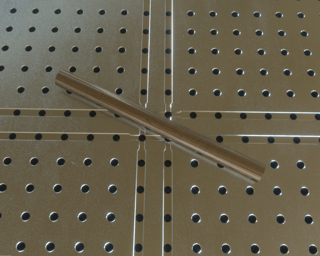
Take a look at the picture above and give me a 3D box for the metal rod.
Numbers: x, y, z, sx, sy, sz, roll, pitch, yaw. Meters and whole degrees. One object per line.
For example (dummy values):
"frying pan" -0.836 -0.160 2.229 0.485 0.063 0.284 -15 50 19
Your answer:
"metal rod" -0.006 -0.007 0.414 0.301 0.025 0.025 26 72 8
